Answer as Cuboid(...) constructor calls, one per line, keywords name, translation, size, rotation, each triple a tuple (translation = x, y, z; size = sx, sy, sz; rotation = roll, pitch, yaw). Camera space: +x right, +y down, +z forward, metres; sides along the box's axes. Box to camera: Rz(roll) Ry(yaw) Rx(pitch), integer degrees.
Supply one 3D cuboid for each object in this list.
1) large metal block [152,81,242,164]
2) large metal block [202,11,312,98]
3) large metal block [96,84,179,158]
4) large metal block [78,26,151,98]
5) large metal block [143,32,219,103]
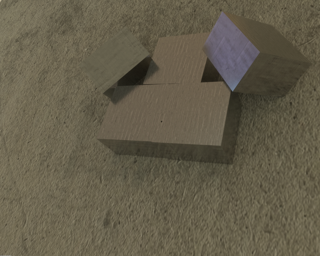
Cuboid(name="large metal block", translation=(0.046, -0.007, 0.366), size=(0.080, 0.050, 0.080), rotation=(2, 62, 28))
Cuboid(name="large metal block", translation=(0.108, -0.083, 0.356), size=(0.050, 0.081, 0.080), rotation=(-61, 39, 38))
Cuboid(name="large metal block", translation=(-0.024, -0.009, 0.405), size=(0.080, 0.050, 0.080), rotation=(2, 62, 28))
Cuboid(name="large metal block", translation=(-0.058, -0.088, 0.443), size=(0.080, 0.080, 0.050), rotation=(-40, 86, 1))
Cuboid(name="large metal block", translation=(0.034, -0.078, 0.419), size=(0.080, 0.050, 0.080), rotation=(3, 63, 29))
